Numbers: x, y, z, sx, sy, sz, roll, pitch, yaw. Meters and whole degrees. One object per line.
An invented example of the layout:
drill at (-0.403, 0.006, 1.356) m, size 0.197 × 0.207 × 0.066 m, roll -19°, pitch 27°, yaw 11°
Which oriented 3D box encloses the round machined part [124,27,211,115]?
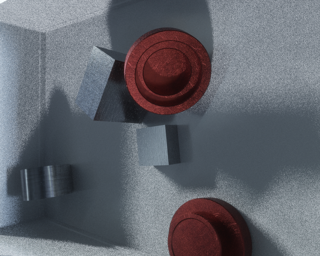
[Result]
round machined part at (0.007, -0.068, 0.365) m, size 0.042 × 0.099 × 0.097 m, roll -112°, pitch 44°, yaw -63°

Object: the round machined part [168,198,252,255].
round machined part at (0.048, 0.129, 0.346) m, size 0.098 × 0.042 × 0.097 m, roll -8°, pitch 77°, yaw 38°

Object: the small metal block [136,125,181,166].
small metal block at (-0.003, 0.023, 0.407) m, size 0.050 × 0.025 × 0.050 m, roll -8°, pitch 85°, yaw 39°

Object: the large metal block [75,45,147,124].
large metal block at (-0.054, -0.054, 0.411) m, size 0.050 × 0.081 × 0.079 m, roll 39°, pitch 114°, yaw 38°

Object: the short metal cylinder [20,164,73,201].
short metal cylinder at (-0.192, 0.091, 0.526) m, size 0.080 × 0.081 × 0.050 m, roll -13°, pitch 82°, yaw 39°
